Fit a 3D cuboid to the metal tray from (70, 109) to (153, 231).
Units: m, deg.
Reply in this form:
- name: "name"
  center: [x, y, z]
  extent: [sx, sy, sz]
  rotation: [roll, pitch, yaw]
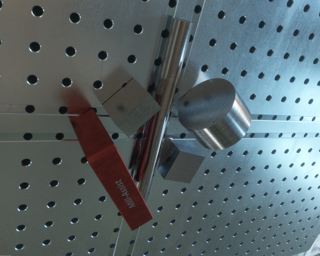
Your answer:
- name: "metal tray"
  center: [-0.057, 0.051, 0.370]
  extent: [0.030, 0.090, 0.129]
  rotation: [-29, 129, -10]

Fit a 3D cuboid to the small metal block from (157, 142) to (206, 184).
- name: "small metal block"
  center: [0.032, 0.053, 0.464]
  extent: [0.050, 0.025, 0.050]
  rotation: [16, 110, -35]

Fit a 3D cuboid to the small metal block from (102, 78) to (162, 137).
- name: "small metal block"
  center: [-0.034, -0.025, 0.361]
  extent: [0.050, 0.050, 0.025]
  rotation: [-41, 130, 0]

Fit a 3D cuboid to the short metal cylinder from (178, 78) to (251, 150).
- name: "short metal cylinder"
  center: [0.071, -0.018, 0.405]
  extent: [0.080, 0.080, 0.050]
  rotation: [-44, 130, 2]

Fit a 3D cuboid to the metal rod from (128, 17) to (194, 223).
- name: "metal rod"
  center: [-0.008, 0.008, 0.413]
  extent: [0.025, 0.025, 0.298]
  rotation: [0, 119, -29]
